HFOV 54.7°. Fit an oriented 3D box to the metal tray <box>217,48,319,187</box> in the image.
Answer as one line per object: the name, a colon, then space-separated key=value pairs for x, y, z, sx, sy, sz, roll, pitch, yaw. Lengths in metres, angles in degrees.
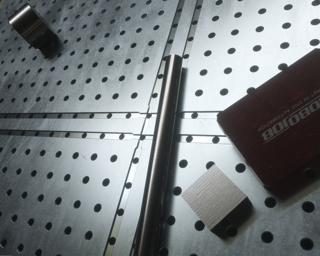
metal tray: x=0.138 y=-0.010 z=0.321 sx=0.130 sy=0.030 sz=0.090 roll=-35 pitch=69 yaw=5

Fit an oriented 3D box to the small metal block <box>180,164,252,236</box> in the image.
small metal block: x=0.059 y=0.076 z=0.330 sx=0.050 sy=0.025 sz=0.050 roll=-42 pitch=51 yaw=-1

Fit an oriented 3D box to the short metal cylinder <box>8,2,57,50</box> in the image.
short metal cylinder: x=-0.260 y=-0.207 z=0.633 sx=0.050 sy=0.080 sz=0.080 roll=-40 pitch=51 yaw=1

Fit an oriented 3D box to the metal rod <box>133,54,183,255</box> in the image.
metal rod: x=0.001 y=0.031 z=0.387 sx=0.025 sy=0.025 sz=0.299 roll=-5 pitch=59 yaw=25

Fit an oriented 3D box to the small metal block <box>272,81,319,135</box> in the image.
small metal block: x=0.151 y=-0.020 z=0.341 sx=0.050 sy=0.025 sz=0.050 roll=-11 pitch=57 yaw=21
